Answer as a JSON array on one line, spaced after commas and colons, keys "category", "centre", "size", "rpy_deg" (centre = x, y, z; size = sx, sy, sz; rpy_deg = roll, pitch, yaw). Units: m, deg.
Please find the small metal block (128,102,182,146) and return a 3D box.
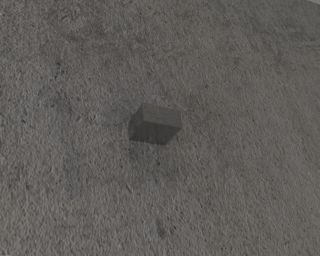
[{"category": "small metal block", "centre": [-0.007, -0.003, 0.385], "size": [0.050, 0.050, 0.025], "rpy_deg": [10, 58, -23]}]
